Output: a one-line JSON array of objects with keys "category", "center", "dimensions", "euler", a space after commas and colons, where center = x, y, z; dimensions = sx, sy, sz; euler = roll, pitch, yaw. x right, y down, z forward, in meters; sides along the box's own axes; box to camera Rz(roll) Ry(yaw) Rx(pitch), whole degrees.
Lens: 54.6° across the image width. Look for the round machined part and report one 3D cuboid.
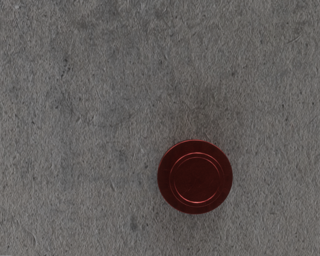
[{"category": "round machined part", "center": [0.045, 0.064, 0.402], "dimensions": [0.099, 0.042, 0.097], "euler": [0, 90, 0]}]
